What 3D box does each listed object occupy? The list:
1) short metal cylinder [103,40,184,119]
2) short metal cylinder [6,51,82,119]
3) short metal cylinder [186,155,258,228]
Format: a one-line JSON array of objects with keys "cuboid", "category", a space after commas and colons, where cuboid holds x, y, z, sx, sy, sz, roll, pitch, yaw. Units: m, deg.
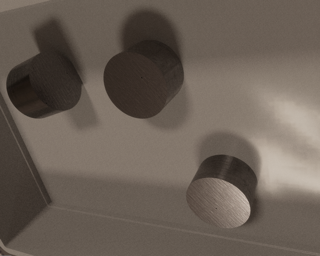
[{"cuboid": [-0.018, -0.058, 0.365, 0.080, 0.050, 0.079, 13, 124, 20], "category": "short metal cylinder"}, {"cuboid": [-0.154, -0.057, 0.417, 0.050, 0.080, 0.080, -14, 112, 33], "category": "short metal cylinder"}, {"cuboid": [0.080, 0.081, 0.400, 0.080, 0.050, 0.079, 13, 124, 20], "category": "short metal cylinder"}]
